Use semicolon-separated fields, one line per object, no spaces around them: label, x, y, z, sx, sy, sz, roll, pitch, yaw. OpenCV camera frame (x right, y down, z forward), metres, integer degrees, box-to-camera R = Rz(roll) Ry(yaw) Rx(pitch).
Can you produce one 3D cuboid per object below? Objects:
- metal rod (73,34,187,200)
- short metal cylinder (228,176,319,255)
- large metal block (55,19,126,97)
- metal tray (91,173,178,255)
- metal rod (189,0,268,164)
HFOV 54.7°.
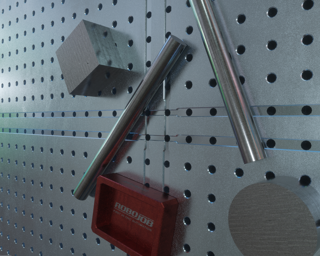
metal rod;-0.055;0.000;0.451;0.025;0.025;0.298;50;119;28
short metal cylinder;0.114;0.089;0.298;0.080;0.050;0.079;0;90;39
large metal block;-0.110;-0.105;0.481;0.080;0.050;0.080;-34;69;34
metal tray;-0.041;0.125;0.437;0.130;0.030;0.089;14;99;38
metal rod;0.061;-0.106;0.357;0.025;0.025;0.299;-25;74;37
